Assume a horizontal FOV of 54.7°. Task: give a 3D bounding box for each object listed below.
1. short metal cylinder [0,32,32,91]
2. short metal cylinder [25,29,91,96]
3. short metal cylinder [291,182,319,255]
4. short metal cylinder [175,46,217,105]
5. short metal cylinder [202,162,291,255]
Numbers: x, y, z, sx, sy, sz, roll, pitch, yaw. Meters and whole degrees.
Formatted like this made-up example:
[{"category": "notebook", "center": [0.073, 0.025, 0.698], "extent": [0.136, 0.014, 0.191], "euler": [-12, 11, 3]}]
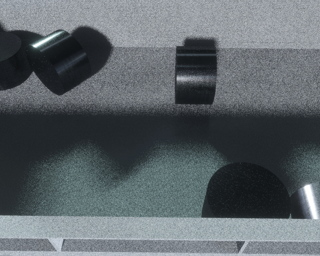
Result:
[{"category": "short metal cylinder", "center": [-0.245, -0.102, 0.473], "extent": [0.081, 0.050, 0.080], "euler": [0, 50, 0]}, {"category": "short metal cylinder", "center": [-0.146, -0.094, 0.447], "extent": [0.080, 0.080, 0.050], "euler": [33, 58, 24]}, {"category": "short metal cylinder", "center": [0.170, 0.090, 0.294], "extent": [0.080, 0.080, 0.050], "euler": [3, 50, 2]}, {"category": "short metal cylinder", "center": [0.047, -0.073, 0.431], "extent": [0.050, 0.080, 0.080], "euler": [1, 50, 1]}, {"category": "short metal cylinder", "center": [0.086, 0.083, 0.320], "extent": [0.080, 0.050, 0.080], "euler": [0, 50, 0]}]
